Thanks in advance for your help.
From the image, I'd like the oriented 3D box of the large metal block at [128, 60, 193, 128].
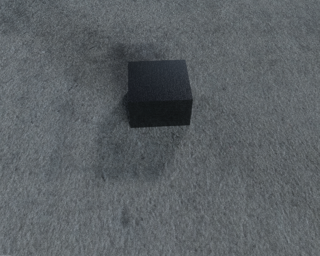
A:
[{"bbox_3d":[-0.002,-0.048,0.428,0.081,0.050,0.080,-3,50,-3],"label":"large metal block"}]
